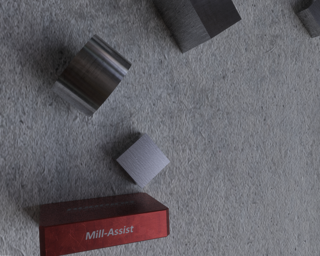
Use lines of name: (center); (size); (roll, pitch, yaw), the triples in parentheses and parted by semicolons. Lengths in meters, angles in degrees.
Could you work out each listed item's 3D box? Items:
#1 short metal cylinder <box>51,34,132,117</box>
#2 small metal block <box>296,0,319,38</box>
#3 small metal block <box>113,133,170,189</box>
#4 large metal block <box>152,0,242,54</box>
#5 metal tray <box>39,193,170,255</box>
short metal cylinder: (-0.077, -0.059, 0.351); (0.050, 0.080, 0.080); (38, 78, -16)
small metal block: (0.259, -0.184, 0.504); (0.050, 0.025, 0.050); (-45, 104, -15)
small metal block: (-0.024, 0.041, 0.400); (0.050, 0.025, 0.050); (-43, 104, -15)
large metal block: (0.044, -0.151, 0.396); (0.050, 0.080, 0.080); (-36, 102, -16)
metal tray: (-0.065, 0.103, 0.350); (0.131, 0.090, 0.030); (-3, 91, -20)
